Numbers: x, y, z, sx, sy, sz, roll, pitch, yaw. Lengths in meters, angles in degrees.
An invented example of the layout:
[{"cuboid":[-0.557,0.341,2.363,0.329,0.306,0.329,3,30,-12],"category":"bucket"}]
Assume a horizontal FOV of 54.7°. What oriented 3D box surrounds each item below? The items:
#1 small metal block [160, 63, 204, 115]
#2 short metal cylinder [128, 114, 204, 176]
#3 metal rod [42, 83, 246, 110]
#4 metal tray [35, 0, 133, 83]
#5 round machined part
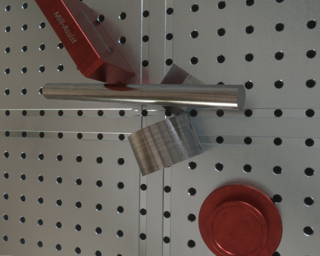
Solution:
[{"cuboid":[0.022,-0.048,0.390,0.050,0.025,0.050,-55,29,11],"category":"small metal block"},{"cuboid":[0.007,0.021,0.380,0.080,0.080,0.050,-24,83,18],"category":"short metal cylinder"},{"cuboid":[-0.044,-0.043,0.388,0.300,0.025,0.025,6,92,34],"category":"metal rod"},{"cuboid":[-0.098,-0.120,0.411,0.030,0.090,0.130,-37,79,16],"category":"metal tray"},{"cuboid":[0.094,0.116,0.370,0.098,0.042,0.097,0,90,19],"category":"round machined part"}]
